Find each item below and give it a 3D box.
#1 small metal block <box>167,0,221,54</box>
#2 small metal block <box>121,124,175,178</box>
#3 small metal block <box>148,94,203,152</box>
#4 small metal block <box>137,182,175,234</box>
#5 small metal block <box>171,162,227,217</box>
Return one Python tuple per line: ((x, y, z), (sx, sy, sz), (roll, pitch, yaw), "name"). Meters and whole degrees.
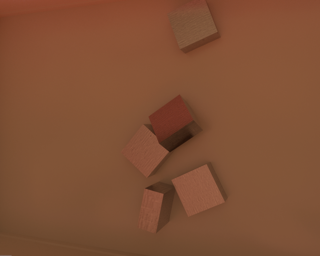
((0.043, -0.131, 0.395), (0.050, 0.025, 0.050), (-21, 83, 18), "small metal block")
((-0.015, 0.030, 0.416), (0.050, 0.025, 0.050), (42, 103, 15), "small metal block")
((0.019, -0.006, 0.390), (0.050, 0.025, 0.050), (-35, 45, 13), "small metal block")
((-0.003, 0.100, 0.398), (0.025, 0.050, 0.050), (12, 94, 19), "small metal block")
((0.050, 0.077, 0.393), (0.050, 0.025, 0.050), (-28, 81, 18), "small metal block")
